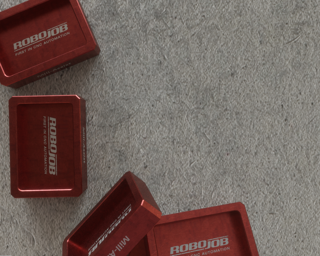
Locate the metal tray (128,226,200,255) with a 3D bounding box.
[{"bbox_3d":[-0.007,0.199,0.407,0.090,0.030,0.129,23,90,0],"label":"metal tray"}]

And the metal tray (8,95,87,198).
[{"bbox_3d":[-0.145,0.023,0.406,0.091,0.030,0.129,-1,90,0],"label":"metal tray"}]

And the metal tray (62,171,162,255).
[{"bbox_3d":[-0.063,0.123,0.374,0.030,0.090,0.130,43,90,-23],"label":"metal tray"}]

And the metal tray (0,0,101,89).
[{"bbox_3d":[-0.156,-0.117,0.405,0.131,0.030,0.090,-23,90,0],"label":"metal tray"}]

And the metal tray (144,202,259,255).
[{"bbox_3d":[0.050,0.147,0.378,0.131,0.030,0.090,-6,68,-14],"label":"metal tray"}]
